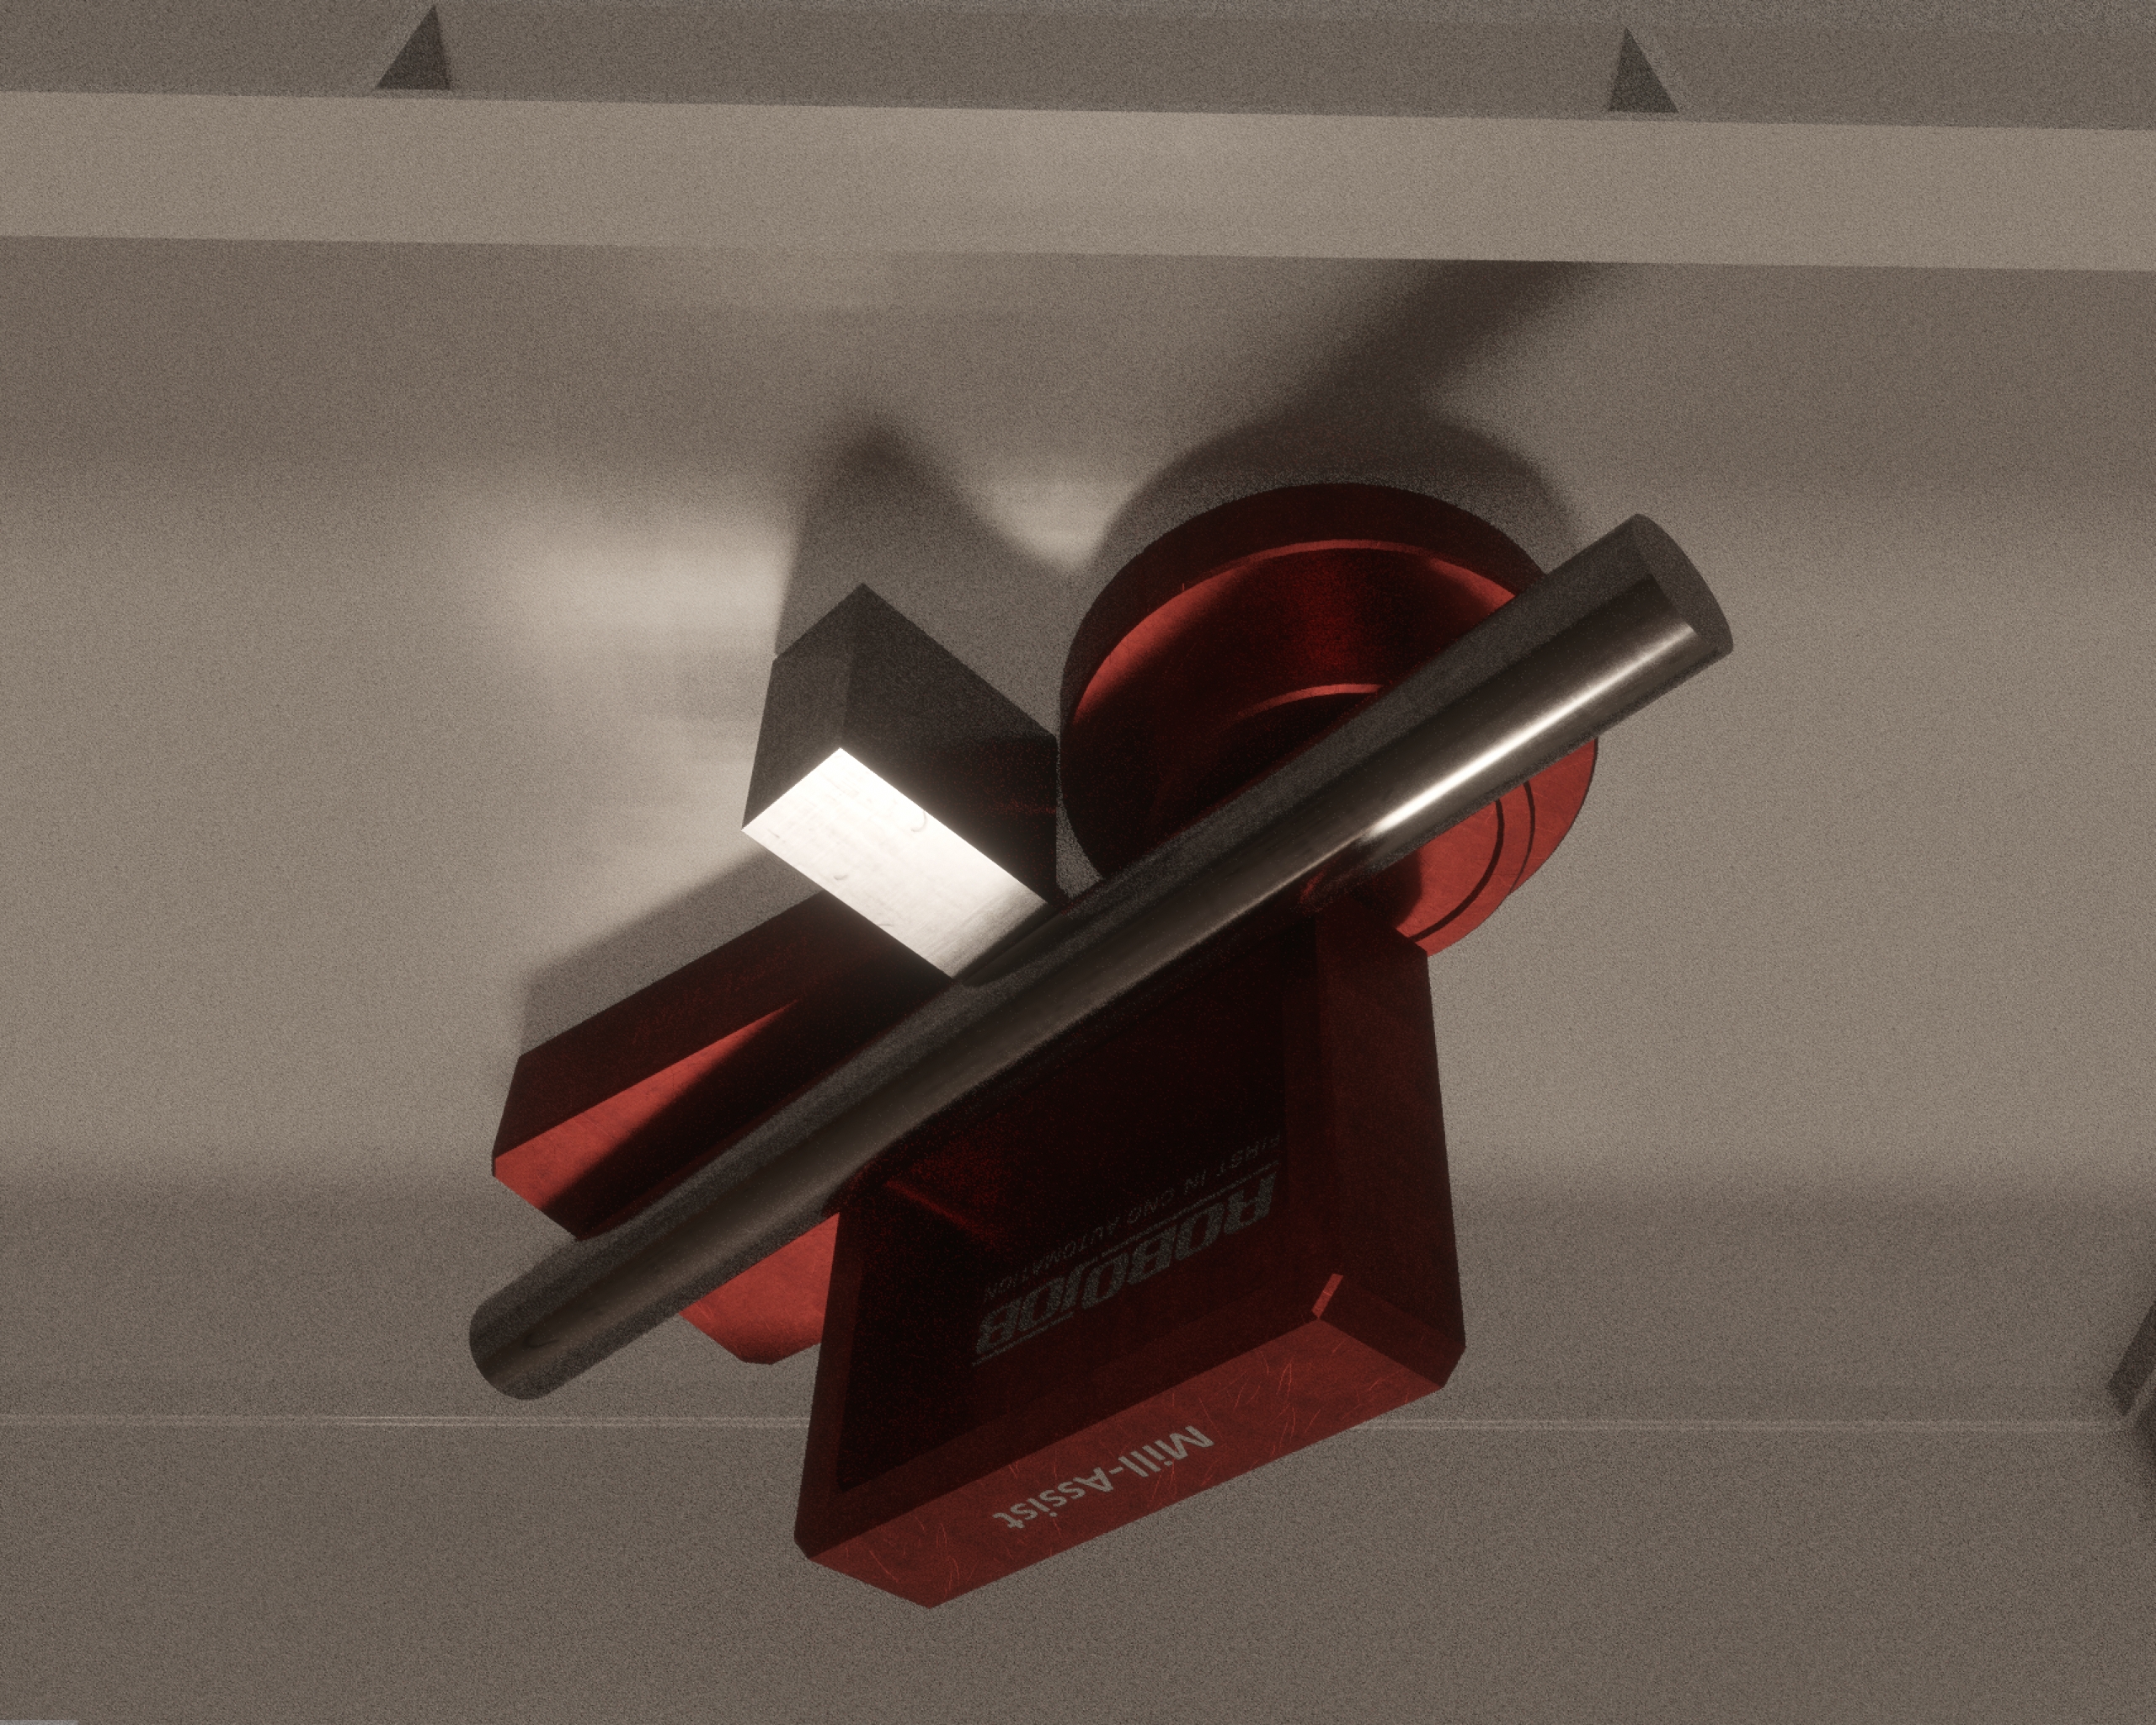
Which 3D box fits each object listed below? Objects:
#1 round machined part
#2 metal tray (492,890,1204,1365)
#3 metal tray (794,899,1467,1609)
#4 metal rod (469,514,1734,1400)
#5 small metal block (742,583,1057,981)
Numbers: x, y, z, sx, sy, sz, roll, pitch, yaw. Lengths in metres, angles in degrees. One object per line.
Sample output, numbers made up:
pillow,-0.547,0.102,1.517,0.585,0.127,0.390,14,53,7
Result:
round machined part,0.046,-0.017,0.382,0.099,0.042,0.097,-1,130,0
metal tray,-0.047,0.053,0.449,0.130,0.030,0.090,-28,125,21
metal tray,0.006,0.069,0.374,0.030,0.090,0.130,34,128,-29
metal rod,-0.017,0.033,0.383,0.299,0.025,0.025,-35,123,30
small metal block,-0.030,-0.015,0.378,0.025,0.050,0.050,-37,121,27
